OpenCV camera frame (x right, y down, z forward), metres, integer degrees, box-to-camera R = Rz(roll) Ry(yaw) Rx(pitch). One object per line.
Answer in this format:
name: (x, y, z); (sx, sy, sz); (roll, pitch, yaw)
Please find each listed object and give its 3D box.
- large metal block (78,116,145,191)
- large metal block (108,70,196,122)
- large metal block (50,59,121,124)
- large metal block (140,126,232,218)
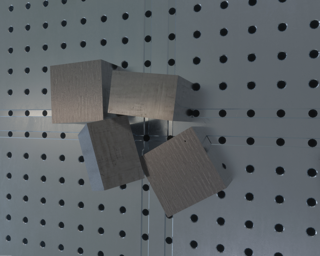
large metal block: (-0.066, 0.035, 0.401); (0.050, 0.080, 0.080); (-14, 84, -24)
large metal block: (-0.007, -0.038, 0.386); (0.080, 0.080, 0.050); (8, 93, 20)
large metal block: (-0.104, -0.048, 0.437); (0.080, 0.050, 0.080); (-2, 89, 20)
large metal block: (0.032, 0.052, 0.388); (0.080, 0.050, 0.080); (-32, 80, 17)
